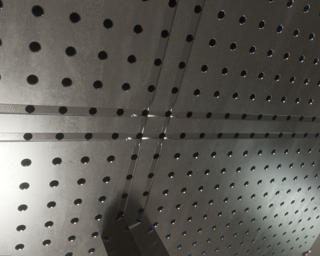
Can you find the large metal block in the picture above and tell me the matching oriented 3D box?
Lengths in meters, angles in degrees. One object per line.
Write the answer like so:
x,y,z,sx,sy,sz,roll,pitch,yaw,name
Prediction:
-0.034,0.191,0.477,0.050,0.080,0.080,-48,129,5,large metal block
